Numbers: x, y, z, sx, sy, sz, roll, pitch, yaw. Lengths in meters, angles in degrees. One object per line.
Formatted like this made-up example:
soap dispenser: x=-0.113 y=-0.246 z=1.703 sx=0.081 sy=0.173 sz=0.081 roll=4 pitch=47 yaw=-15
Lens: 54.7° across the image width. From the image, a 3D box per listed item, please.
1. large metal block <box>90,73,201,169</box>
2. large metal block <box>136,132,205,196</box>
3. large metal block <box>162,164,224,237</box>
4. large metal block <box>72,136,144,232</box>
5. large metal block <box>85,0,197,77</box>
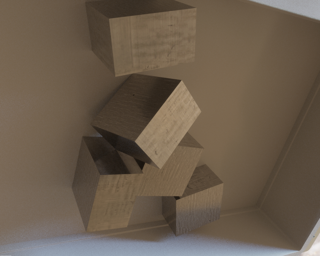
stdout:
large metal block: x=-0.016 y=-0.011 z=0.343 sx=0.080 sy=0.080 sz=0.050 roll=-54 pitch=132 yaw=-18
large metal block: x=0.001 y=0.045 z=0.423 sx=0.081 sy=0.050 sz=0.079 roll=9 pitch=114 yaw=-33
large metal block: x=0.050 y=0.114 z=0.493 sx=0.081 sy=0.050 sz=0.079 roll=-15 pitch=125 yaw=-20
large metal block: x=-0.068 y=0.065 z=0.378 sx=0.050 sy=0.080 sz=0.079 roll=3 pitch=117 yaw=-30
large metal block: x=-0.020 y=-0.095 z=0.304 sx=0.081 sy=0.080 sz=0.050 roll=-15 pitch=125 yaw=-20
